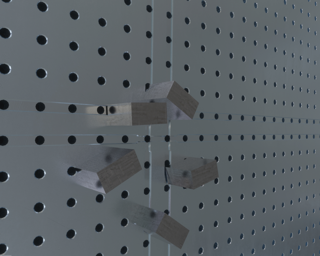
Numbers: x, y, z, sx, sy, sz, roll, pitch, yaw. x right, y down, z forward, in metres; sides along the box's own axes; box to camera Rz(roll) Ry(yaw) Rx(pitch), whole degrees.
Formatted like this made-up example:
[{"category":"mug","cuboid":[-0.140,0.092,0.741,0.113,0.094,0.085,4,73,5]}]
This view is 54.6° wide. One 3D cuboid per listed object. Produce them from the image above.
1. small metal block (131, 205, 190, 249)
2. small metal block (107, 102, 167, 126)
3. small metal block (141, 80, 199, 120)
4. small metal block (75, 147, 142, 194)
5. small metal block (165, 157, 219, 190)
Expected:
[{"category":"small metal block","cuboid":[0.000,0.125,0.392,0.050,0.050,0.025,43,64,-31]},{"category":"small metal block","cuboid":[-0.027,-0.016,0.369,0.050,0.050,0.025,-4,93,-40]},{"category":"small metal block","cuboid":[0.013,-0.034,0.403,0.050,0.050,0.025,37,67,-34]},{"category":"small metal block","cuboid":[-0.057,0.045,0.344,0.050,0.050,0.025,-31,110,-35]},{"category":"small metal block","cuboid":[0.044,0.061,0.429,0.050,0.050,0.025,-16,101,-39]}]
